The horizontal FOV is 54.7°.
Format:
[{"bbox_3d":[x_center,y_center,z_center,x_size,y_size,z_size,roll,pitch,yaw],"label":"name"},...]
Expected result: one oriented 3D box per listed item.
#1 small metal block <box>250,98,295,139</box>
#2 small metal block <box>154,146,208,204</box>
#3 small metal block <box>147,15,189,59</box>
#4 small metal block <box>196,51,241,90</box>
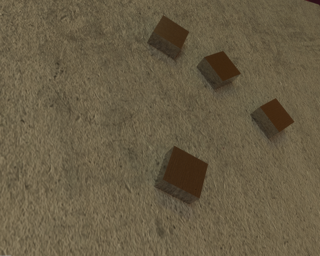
[{"bbox_3d":[0.186,-0.016,0.514,0.050,0.025,0.050,-25,75,-37],"label":"small metal block"},{"bbox_3d":[0.027,0.058,0.383,0.050,0.025,0.050,29,52,-10],"label":"small metal block"},{"bbox_3d":[0.014,-0.147,0.501,0.050,0.025,0.050,30,52,-9],"label":"small metal block"},{"bbox_3d":[0.098,-0.096,0.515,0.050,0.025,0.050,-26,76,-37],"label":"small metal block"}]
